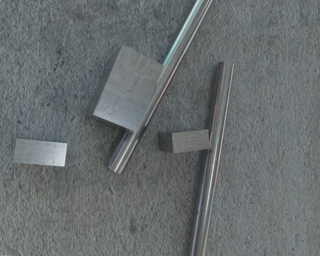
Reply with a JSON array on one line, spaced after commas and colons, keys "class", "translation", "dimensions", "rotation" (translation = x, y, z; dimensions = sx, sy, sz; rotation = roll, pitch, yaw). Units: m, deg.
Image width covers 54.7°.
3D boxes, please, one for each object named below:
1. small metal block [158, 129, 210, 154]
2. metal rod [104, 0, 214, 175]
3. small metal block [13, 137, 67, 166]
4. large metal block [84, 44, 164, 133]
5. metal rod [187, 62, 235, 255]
[{"class": "small metal block", "translation": [0.030, 0.016, 0.408], "dimensions": [0.050, 0.050, 0.025], "rotation": [-6, 92, -20]}, {"class": "metal rod", "translation": [0.010, -0.078, 0.413], "dimensions": [0.025, 0.025, 0.299], "rotation": [31, 80, -18]}, {"class": "small metal block", "translation": [-0.133, 0.026, 0.347], "dimensions": [0.050, 0.050, 0.025], "rotation": [7, 88, -20]}, {"class": "large metal block", "translation": [-0.045, -0.041, 0.364], "dimensions": [0.050, 0.080, 0.080], "rotation": [24, 82, -19]}, {"class": "metal rod", "translation": [0.071, 0.056, 0.436], "dimensions": [0.025, 0.025, 0.298], "rotation": [11, 86, -20]}]
